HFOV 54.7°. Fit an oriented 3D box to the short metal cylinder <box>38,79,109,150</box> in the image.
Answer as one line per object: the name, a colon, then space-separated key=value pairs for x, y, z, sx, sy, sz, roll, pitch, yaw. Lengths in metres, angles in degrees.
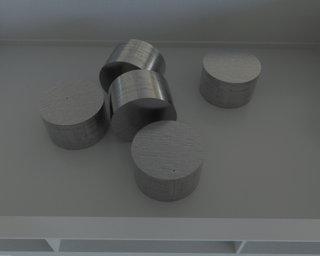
short metal cylinder: x=-0.110 y=-0.018 z=0.403 sx=0.081 sy=0.050 sz=0.080 roll=0 pitch=50 yaw=0

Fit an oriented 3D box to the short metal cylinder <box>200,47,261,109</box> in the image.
short metal cylinder: x=0.101 y=-0.074 z=0.452 sx=0.081 sy=0.050 sz=0.080 roll=0 pitch=50 yaw=0

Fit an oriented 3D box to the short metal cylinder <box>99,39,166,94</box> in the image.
short metal cylinder: x=-0.037 y=-0.075 z=0.432 sx=0.080 sy=0.080 sz=0.050 roll=12 pitch=51 yaw=10

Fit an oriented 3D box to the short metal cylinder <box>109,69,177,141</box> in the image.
short metal cylinder: x=-0.023 y=-0.027 z=0.392 sx=0.081 sy=0.080 sz=0.050 roll=-7 pitch=51 yaw=-7

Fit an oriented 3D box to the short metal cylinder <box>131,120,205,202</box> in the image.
short metal cylinder: x=0.009 y=0.037 z=0.358 sx=0.081 sy=0.050 sz=0.080 roll=0 pitch=50 yaw=0
